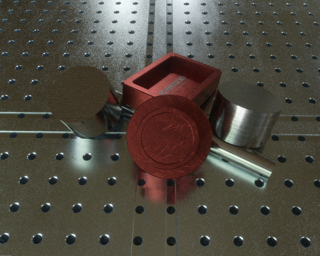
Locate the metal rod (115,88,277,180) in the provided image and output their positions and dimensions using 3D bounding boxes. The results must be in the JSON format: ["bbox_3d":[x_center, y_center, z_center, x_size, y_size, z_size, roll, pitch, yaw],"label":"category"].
[{"bbox_3d":[0.005,-0.010,0.416,0.301,0.025,0.025,25,55,20],"label":"metal rod"}]

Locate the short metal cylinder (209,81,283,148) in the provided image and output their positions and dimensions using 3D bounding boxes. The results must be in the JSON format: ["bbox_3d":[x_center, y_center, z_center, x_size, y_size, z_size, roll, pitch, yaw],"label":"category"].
[{"bbox_3d":[0.106,-0.019,0.392,0.081,0.050,0.080,9,33,-6],"label":"short metal cylinder"}]

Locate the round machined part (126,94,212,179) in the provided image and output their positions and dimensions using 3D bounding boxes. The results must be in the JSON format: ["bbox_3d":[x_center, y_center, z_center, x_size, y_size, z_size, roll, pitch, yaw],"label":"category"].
[{"bbox_3d":[0.010,0.010,0.353,0.099,0.042,0.097,0,92,5],"label":"round machined part"}]

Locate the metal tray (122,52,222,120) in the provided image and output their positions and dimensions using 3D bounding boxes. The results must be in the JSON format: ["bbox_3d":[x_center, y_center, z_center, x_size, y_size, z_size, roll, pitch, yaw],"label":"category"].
[{"bbox_3d":[0.020,-0.060,0.436,0.090,0.030,0.131,26,41,20],"label":"metal tray"}]

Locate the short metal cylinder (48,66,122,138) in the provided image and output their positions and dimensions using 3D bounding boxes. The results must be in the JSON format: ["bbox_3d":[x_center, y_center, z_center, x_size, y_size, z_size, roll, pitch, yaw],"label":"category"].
[{"bbox_3d":[-0.096,-0.033,0.403,0.080,0.050,0.080,-4,66,9],"label":"short metal cylinder"}]
